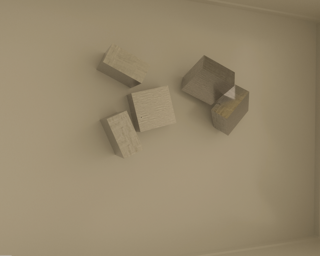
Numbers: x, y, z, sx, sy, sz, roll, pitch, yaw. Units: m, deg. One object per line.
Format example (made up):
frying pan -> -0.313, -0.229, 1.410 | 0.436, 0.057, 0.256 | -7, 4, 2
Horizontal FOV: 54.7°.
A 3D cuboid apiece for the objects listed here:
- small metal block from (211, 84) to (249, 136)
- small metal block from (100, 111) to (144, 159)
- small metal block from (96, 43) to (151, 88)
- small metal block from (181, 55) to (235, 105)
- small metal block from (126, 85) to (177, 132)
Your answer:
small metal block -> 0.099, -0.025, 0.431 | 0.025, 0.050, 0.050 | 34, 75, 27
small metal block -> -0.048, 0.007, 0.379 | 0.025, 0.050, 0.050 | -25, 99, -18
small metal block -> -0.046, -0.074, 0.380 | 0.050, 0.050, 0.025 | 27, 81, -18
small metal block -> 0.064, -0.063, 0.418 | 0.050, 0.050, 0.025 | 24, 52, -19
small metal block -> -0.011, -0.025, 0.406 | 0.050, 0.025, 0.050 | -15, 95, -20
